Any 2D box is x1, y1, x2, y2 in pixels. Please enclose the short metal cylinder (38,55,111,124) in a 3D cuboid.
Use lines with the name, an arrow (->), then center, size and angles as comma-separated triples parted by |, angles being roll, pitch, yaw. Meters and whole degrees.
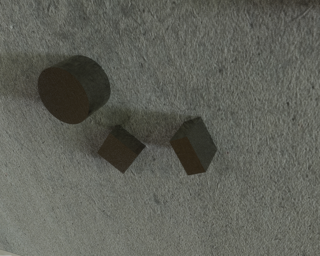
short metal cylinder -> -0.115, -0.052, 0.417 | 0.080, 0.050, 0.079 | 13, 124, 20

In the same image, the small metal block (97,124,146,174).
small metal block -> -0.057, 0.032, 0.455 | 0.050, 0.025, 0.050 | 39, 129, 1

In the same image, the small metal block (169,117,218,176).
small metal block -> 0.043, 0.022, 0.381 | 0.025, 0.050, 0.050 | -17, 109, 35
